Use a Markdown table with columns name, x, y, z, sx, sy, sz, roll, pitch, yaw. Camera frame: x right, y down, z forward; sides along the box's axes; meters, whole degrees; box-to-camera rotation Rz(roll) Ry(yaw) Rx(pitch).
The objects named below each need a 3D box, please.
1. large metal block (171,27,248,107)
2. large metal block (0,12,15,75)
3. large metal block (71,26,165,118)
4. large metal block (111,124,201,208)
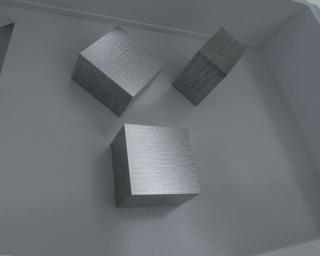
| name | x | y | z | sx | sy | sz | roll | pitch | yaw |
| --- | --- | --- | --- | --- | --- | --- | --- | --- | --- |
| large metal block | 0.074 | -0.091 | 0.465 | 0.050 | 0.080 | 0.080 | 42 | 51 | 0 |
| large metal block | -0.205 | -0.094 | 0.312 | 0.080 | 0.080 | 0.050 | 39 | 38 | -2 |
| large metal block | -0.054 | -0.075 | 0.406 | 0.080 | 0.050 | 0.080 | 39 | 51 | -2 |
| large metal block | -0.008 | 0.045 | 0.358 | 0.081 | 0.050 | 0.080 | 5 | 60 | -26 |
